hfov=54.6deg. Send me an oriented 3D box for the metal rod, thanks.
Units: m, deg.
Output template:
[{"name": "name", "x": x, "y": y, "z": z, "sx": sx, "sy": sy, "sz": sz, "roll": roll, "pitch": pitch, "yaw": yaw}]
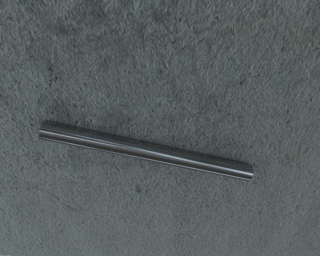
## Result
[{"name": "metal rod", "x": -0.011, "y": 0.035, "z": 0.436, "sx": 0.302, "sy": 0.025, "sz": 0.025, "roll": 13, "pitch": 129, "yaw": -11}]
